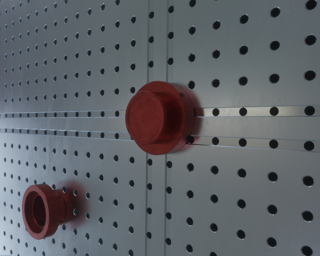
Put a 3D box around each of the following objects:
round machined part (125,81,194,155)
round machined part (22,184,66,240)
[{"bbox_3d":[-0.007,-0.013,0.405,0.098,0.042,0.097,0,90,40],"label":"round machined part"},{"bbox_3d":[-0.212,0.152,0.576,0.098,0.042,0.097,0,90,40],"label":"round machined part"}]
